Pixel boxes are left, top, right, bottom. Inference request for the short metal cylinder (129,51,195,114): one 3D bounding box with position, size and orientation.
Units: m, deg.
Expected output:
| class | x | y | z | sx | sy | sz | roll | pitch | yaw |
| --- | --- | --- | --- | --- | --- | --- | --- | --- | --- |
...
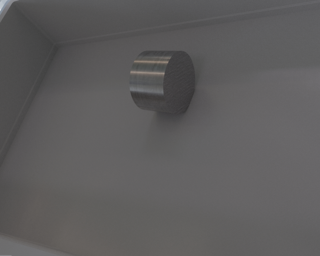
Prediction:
| class | x | y | z | sx | sy | sz | roll | pitch | yaw |
| --- | --- | --- | --- | --- | --- | --- | --- | --- | --- |
| short metal cylinder | 0.005 | -0.060 | 0.406 | 0.050 | 0.080 | 0.080 | 9 | 67 | 32 |
